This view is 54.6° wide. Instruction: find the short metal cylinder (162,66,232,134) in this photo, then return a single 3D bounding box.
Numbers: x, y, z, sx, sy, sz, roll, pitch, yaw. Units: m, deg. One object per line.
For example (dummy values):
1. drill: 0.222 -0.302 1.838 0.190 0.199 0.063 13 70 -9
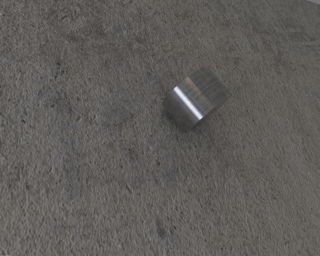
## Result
1. short metal cylinder: 0.049 -0.037 0.417 0.080 0.080 0.050 -34 81 -38
